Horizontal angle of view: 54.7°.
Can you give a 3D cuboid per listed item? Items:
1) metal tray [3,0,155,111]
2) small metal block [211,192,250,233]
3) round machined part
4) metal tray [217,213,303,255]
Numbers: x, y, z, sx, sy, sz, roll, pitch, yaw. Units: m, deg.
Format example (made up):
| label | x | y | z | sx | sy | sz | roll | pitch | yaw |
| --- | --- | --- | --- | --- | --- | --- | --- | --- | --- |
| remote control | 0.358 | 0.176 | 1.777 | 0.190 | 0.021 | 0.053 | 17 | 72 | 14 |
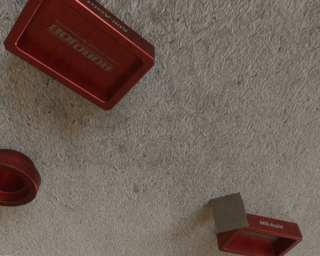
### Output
| label | x | y | z | sx | sy | sz | roll | pitch | yaw |
| --- | --- | --- | --- | --- | --- | --- | --- | --- | --- |
| metal tray | -0.081 | -0.085 | 0.330 | 0.130 | 0.030 | 0.090 | 33 | 122 | -26 |
| small metal block | 0.115 | 0.139 | 0.511 | 0.050 | 0.050 | 0.025 | -18 | 128 | 14 |
| round machined part | -0.224 | 0.068 | 0.451 | 0.099 | 0.042 | 0.097 | -1 | 130 | 0 |
| metal tray | 0.185 | 0.205 | 0.581 | 0.131 | 0.030 | 0.089 | 14 | 129 | -13 |
